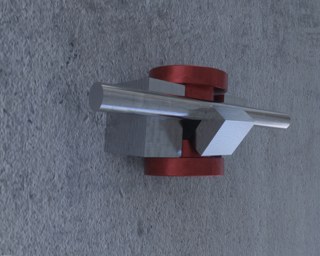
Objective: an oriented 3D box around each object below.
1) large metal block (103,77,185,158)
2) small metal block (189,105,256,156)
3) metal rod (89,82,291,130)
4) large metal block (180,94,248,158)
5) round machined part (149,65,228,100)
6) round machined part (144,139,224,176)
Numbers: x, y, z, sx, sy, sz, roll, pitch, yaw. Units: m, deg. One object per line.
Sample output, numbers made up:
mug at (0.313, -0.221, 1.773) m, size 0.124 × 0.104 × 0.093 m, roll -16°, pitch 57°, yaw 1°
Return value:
large metal block at (-0.020, -0.009, 0.354) m, size 0.050 × 0.080 × 0.080 m, roll 6°, pitch 87°, yaw -40°
small metal block at (0.069, 0.004, 0.342) m, size 0.050 × 0.025 × 0.050 m, roll 2°, pitch 129°, yaw -38°
metal rod at (0.062, -0.018, 0.354) m, size 0.302 × 0.025 × 0.025 m, roll 4°, pitch 88°, yaw -40°
large metal block at (0.072, -0.001, 0.431) m, size 0.050 × 0.080 × 0.080 m, roll 5°, pitch 87°, yaw -40°
round machined part at (0.034, -0.047, 0.387) m, size 0.099 × 0.098 × 0.042 m, roll 5°, pitch 88°, yaw -40°
round machined part at (0.030, 0.037, 0.383) m, size 0.099 × 0.098 × 0.042 m, roll 6°, pitch 81°, yaw -40°
